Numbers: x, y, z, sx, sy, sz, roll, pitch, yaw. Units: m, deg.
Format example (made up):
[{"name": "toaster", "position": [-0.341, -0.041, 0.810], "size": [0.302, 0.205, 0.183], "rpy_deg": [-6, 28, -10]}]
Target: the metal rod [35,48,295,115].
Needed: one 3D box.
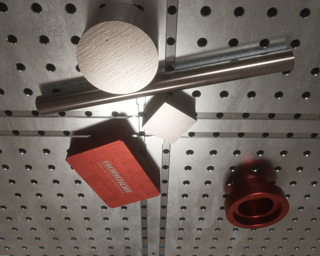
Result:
[{"name": "metal rod", "position": [-0.001, -0.053, 0.366], "size": [0.301, 0.025, 0.025], "rpy_deg": [-10, 130, 7]}]

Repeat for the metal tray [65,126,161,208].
[{"name": "metal tray", "position": [-0.065, 0.063, 0.461], "size": [0.090, 0.030, 0.130], "rpy_deg": [-19, 128, 15]}]

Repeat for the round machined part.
[{"name": "round machined part", "position": [0.154, 0.120, 0.505], "size": [0.099, 0.042, 0.097], "rpy_deg": [-1, 130, 0]}]

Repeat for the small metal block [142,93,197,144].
[{"name": "small metal block", "position": [0.012, -0.012, 0.401], "size": [0.050, 0.025, 0.050], "rpy_deg": [29, 124, -23]}]

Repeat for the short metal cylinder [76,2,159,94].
[{"name": "short metal cylinder", "position": [-0.042, -0.083, 0.324], "size": [0.081, 0.050, 0.079], "rpy_deg": [-1, 130, 0]}]
